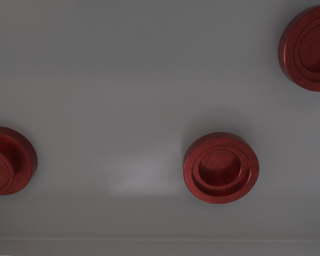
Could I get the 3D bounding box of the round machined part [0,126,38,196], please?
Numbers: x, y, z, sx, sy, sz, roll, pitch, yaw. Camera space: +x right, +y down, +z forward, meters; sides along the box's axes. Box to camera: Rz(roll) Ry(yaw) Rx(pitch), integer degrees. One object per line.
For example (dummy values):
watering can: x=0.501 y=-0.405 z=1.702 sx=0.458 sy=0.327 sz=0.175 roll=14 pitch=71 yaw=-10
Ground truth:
round machined part: x=-0.223 y=0.050 z=0.419 sx=0.099 sy=0.042 sz=0.097 roll=0 pitch=110 yaw=0

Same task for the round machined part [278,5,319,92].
round machined part: x=0.189 y=-0.095 z=0.369 sx=0.099 sy=0.042 sz=0.097 roll=0 pitch=110 yaw=0

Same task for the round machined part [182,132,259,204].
round machined part: x=0.080 y=0.050 z=0.421 sx=0.099 sy=0.042 sz=0.097 roll=0 pitch=110 yaw=0
